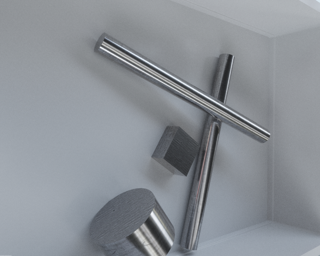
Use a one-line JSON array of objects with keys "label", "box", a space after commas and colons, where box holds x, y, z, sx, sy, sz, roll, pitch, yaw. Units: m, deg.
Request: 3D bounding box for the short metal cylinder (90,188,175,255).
[{"label": "short metal cylinder", "box": [-0.030, 0.114, 0.347, 0.080, 0.080, 0.050, -43, 116, -32]}]

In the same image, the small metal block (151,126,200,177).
[{"label": "small metal block", "box": [0.023, 0.032, 0.428, 0.050, 0.025, 0.050, 41, 65, -33]}]

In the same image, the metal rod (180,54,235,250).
[{"label": "metal rod", "box": [0.074, 0.029, 0.471, 0.025, 0.025, 0.299, 22, 76, -38]}]

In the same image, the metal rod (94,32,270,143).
[{"label": "metal rod", "box": [0.050, -0.042, 0.426, 0.302, 0.025, 0.025, 25, 74, -30]}]
